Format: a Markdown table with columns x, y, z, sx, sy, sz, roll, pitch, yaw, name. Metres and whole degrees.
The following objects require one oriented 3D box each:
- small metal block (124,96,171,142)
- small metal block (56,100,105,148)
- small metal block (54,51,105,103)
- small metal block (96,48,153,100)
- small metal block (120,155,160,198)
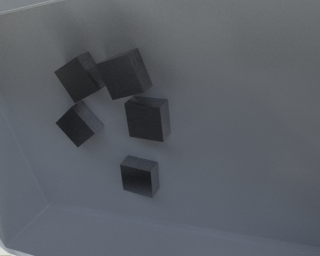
| x | y | z | sx | sy | sz | roll | pitch | yaw | name |
| --- | --- | --- | --- | --- | --- | --- | --- | --- | --- |
| -0.015 | -0.012 | 0.408 | 0.050 | 0.025 | 0.050 | 8 | 122 | 23 | small metal block |
| -0.121 | -0.006 | 0.467 | 0.050 | 0.025 | 0.050 | -34 | 100 | 38 | small metal block |
| -0.107 | -0.068 | 0.421 | 0.050 | 0.025 | 0.050 | -21 | 108 | 35 | small metal block |
| -0.044 | -0.067 | 0.389 | 0.050 | 0.025 | 0.050 | -9 | 114 | 32 | small metal block |
| -0.030 | 0.073 | 0.468 | 0.050 | 0.025 | 0.050 | 11 | 123 | 22 | small metal block |
